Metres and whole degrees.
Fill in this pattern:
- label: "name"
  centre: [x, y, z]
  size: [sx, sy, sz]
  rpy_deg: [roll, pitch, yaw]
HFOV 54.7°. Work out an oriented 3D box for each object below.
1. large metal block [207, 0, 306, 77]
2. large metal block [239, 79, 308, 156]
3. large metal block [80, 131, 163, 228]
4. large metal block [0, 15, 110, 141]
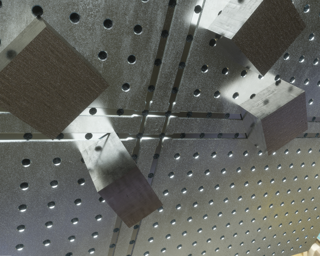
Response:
- label: "large metal block"
  centre: [0.121, -0.125, 0.386]
  size: [0.080, 0.050, 0.080]
  rpy_deg: [33, 100, -39]
- label: "large metal block"
  centre: [0.179, -0.016, 0.486]
  size: [0.080, 0.050, 0.080]
  rpy_deg: [-32, 129, -8]
- label: "large metal block"
  centre: [-0.048, 0.063, 0.390]
  size: [0.050, 0.080, 0.080]
  rpy_deg: [-33, 129, -7]
- label: "large metal block"
  centre: [-0.112, -0.048, 0.305]
  size: [0.080, 0.050, 0.080]
  rpy_deg: [-44, 130, 2]
